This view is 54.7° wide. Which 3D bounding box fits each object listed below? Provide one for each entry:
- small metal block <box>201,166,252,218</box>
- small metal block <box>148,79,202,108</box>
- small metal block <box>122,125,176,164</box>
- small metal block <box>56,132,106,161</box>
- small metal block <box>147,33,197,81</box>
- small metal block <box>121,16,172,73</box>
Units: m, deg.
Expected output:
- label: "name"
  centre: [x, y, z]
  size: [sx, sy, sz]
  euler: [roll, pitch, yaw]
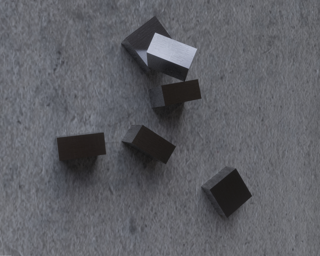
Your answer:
- label: "small metal block"
  centre: [0.096, 0.091, 0.446]
  size: [0.050, 0.025, 0.050]
  euler: [-35, 102, -17]
- label: "small metal block"
  centre: [0.018, -0.044, 0.403]
  size: [0.050, 0.050, 0.025]
  euler: [-13, 95, -20]
- label: "small metal block"
  centre: [-0.015, 0.020, 0.391]
  size: [0.050, 0.050, 0.025]
  euler: [34, 79, -17]
- label: "small metal block"
  centre: [-0.094, 0.020, 0.362]
  size: [0.050, 0.050, 0.025]
  euler: [-7, 93, -20]
- label: "small metal block"
  centre: [0.013, -0.082, 0.367]
  size: [0.050, 0.050, 0.025]
  euler: [22, 82, 2]
- label: "small metal block"
  centre: [-0.013, -0.108, 0.405]
  size: [0.050, 0.025, 0.050]
  euler: [-42, 104, -15]
